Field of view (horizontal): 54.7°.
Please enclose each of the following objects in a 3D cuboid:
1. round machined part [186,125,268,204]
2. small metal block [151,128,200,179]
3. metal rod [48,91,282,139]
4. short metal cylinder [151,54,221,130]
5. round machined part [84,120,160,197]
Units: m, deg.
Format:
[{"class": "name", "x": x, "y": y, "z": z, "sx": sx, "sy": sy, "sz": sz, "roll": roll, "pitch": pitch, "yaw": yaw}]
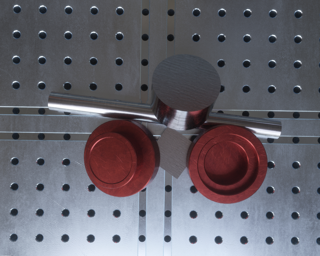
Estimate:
[{"class": "round machined part", "x": 0.083, "y": 0.044, "z": 0.400, "sx": 0.099, "sy": 0.042, "sz": 0.097, "roll": 0, "pitch": 92, "yaw": -3}, {"class": "small metal block", "x": 0.017, "y": 0.031, "z": 0.410, "sx": 0.050, "sy": 0.025, "sz": 0.050, "roll": 36, "pitch": 90, "yaw": 0}, {"class": "metal rod", "x": 0.007, "y": -0.017, "z": 0.410, "sx": 0.302, "sy": 0.025, "sz": 0.025, "roll": 7, "pitch": 90, "yaw": 0}, {"class": "short metal cylinder", "x": 0.030, "y": -0.044, "z": 0.383, "sx": 0.081, "sy": 0.050, "sz": 0.080, "roll": 2, "pitch": 65, "yaw": -3}, {"class": "round machined part", "x": -0.053, "y": 0.038, "z": 0.388, "sx": 0.098, "sy": 0.042, "sz": 0.097, "roll": 0, "pitch": 91, "yaw": 18}]
